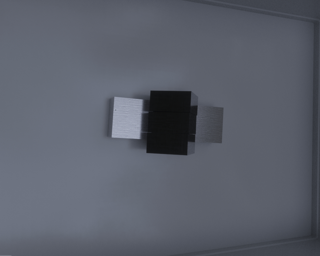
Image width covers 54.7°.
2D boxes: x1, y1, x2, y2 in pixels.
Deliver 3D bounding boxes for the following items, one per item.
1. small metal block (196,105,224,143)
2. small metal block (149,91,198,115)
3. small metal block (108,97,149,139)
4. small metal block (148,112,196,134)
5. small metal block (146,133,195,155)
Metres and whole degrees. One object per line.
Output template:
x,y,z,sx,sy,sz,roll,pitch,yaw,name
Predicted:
0.059,-0.005,0.432,0.050,0.025,0.050,3,89,-20,small metal block
0.019,-0.031,0.392,0.050,0.050,0.025,3,89,16,small metal block
-0.038,-0.012,0.396,0.050,0.025,0.050,4,89,-20,small metal block
0.017,-0.006,0.392,0.050,0.050,0.025,2,89,16,small metal block
0.015,0.019,0.392,0.050,0.050,0.025,2,89,16,small metal block
